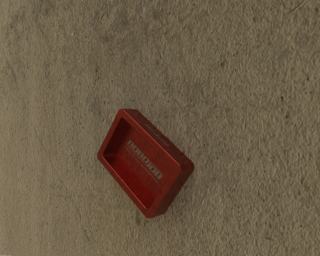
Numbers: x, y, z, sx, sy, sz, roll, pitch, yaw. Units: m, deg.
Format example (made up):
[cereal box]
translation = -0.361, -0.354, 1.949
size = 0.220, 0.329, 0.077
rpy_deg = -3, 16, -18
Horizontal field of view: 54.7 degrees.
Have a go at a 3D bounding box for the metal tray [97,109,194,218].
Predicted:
[metal tray]
translation = -0.025, 0.044, 0.422
size = 0.130, 0.030, 0.089
rpy_deg = 43, 116, 31
